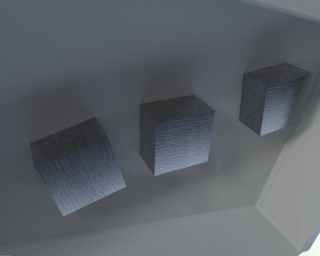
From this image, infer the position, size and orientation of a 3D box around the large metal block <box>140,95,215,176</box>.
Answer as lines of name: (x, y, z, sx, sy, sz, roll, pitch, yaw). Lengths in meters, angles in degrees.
large metal block: (0.020, 0.008, 0.410, 0.081, 0.050, 0.079, -12, 124, -22)

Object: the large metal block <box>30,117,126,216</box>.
large metal block: (-0.096, 0.045, 0.369, 0.081, 0.050, 0.080, -24, 127, -14)

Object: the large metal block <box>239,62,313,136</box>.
large metal block: (0.169, -0.044, 0.460, 0.081, 0.050, 0.079, -17, 125, -19)
